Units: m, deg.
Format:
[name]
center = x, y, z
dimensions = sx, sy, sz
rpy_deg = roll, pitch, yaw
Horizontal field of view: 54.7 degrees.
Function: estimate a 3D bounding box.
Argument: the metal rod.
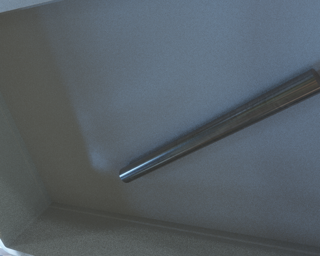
[metal rod]
center = 0.050, 0.013, 0.389
dimensions = 0.299, 0.025, 0.025
rpy_deg = -30, 102, 37
